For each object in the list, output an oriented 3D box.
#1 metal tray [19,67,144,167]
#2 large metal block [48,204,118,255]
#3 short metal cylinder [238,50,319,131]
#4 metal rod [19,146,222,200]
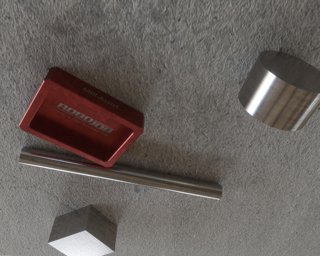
[{"bbox_3d":[-0.097,-0.008,0.395,0.131,0.030,0.090,28,125,-22],"label":"metal tray"},{"bbox_3d":[-0.134,0.189,0.551,0.080,0.050,0.080,-24,127,18],"label":"large metal block"},{"bbox_3d":[0.134,-0.042,0.337,0.081,0.080,0.050,12,129,-10],"label":"short metal cylinder"},{"bbox_3d":[-0.050,0.071,0.466,0.302,0.025,0.025,13,129,-11],"label":"metal rod"}]
